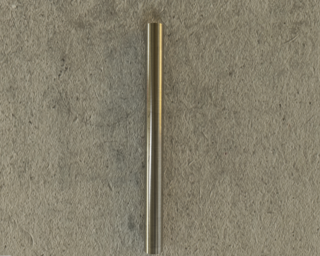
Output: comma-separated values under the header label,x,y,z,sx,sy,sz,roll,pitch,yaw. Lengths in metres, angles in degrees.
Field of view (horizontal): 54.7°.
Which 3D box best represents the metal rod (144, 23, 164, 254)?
label,x,y,z,sx,sy,sz,roll,pitch,yaw
metal rod,-0.008,0.014,0.411,0.025,0.025,0.298,0,90,-1
